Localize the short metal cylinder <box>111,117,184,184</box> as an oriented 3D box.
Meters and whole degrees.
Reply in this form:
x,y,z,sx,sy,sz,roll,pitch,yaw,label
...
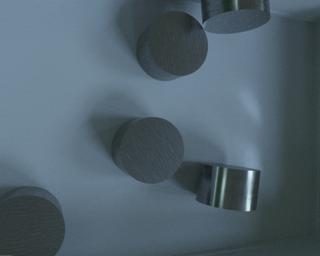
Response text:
x,y,z,sx,sy,sz,roll,pitch,yaw,label
-0.016,0.026,0.392,0.081,0.050,0.079,0,90,-21,short metal cylinder

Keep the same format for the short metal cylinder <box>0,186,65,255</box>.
x,y,z,sx,sy,sz,roll,pitch,yaw,label
-0.149,0.109,0.343,0.081,0.050,0.079,0,90,-21,short metal cylinder

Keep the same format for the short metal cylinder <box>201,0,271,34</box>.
x,y,z,sx,sy,sz,roll,pitch,yaw,label
0.091,-0.153,0.378,0.081,0.080,0.050,-3,88,-20,short metal cylinder

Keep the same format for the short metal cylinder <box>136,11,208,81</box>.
x,y,z,sx,sy,sz,roll,pitch,yaw,label
0.015,-0.104,0.404,0.081,0.050,0.079,0,90,-21,short metal cylinder

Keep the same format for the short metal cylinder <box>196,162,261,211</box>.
x,y,z,sx,sy,sz,roll,pitch,yaw,label
0.091,0.077,0.417,0.081,0.080,0.050,8,88,-20,short metal cylinder
